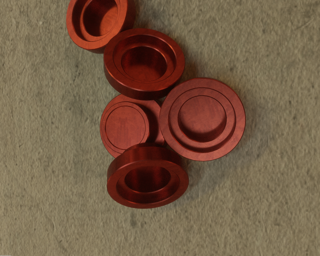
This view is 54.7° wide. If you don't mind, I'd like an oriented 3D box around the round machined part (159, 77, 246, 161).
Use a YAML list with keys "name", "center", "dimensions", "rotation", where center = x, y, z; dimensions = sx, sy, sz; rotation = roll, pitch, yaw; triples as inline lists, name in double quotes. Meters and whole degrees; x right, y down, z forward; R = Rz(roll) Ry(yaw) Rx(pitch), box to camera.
- name: "round machined part"
  center: [0.051, -0.013, 0.373]
  dimensions: [0.098, 0.042, 0.097]
  rotation: [2, 102, 9]

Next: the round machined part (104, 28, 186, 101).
- name: "round machined part"
  center: [-0.020, -0.075, 0.389]
  dimensions: [0.099, 0.042, 0.098]
  rotation: [4, 61, -7]

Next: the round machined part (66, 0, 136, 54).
- name: "round machined part"
  center: [-0.075, -0.149, 0.422]
  dimensions: [0.098, 0.042, 0.097]
  rotation: [-2, 86, 25]

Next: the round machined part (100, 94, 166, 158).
- name: "round machined part"
  center: [-0.038, 0.000, 0.412]
  dimensions: [0.098, 0.042, 0.097]
  rotation: [0, 90, 19]

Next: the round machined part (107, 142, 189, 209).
- name: "round machined part"
  center: [-0.016, 0.056, 0.386]
  dimensions: [0.098, 0.098, 0.042]
  rotation: [-28, 41, 17]
